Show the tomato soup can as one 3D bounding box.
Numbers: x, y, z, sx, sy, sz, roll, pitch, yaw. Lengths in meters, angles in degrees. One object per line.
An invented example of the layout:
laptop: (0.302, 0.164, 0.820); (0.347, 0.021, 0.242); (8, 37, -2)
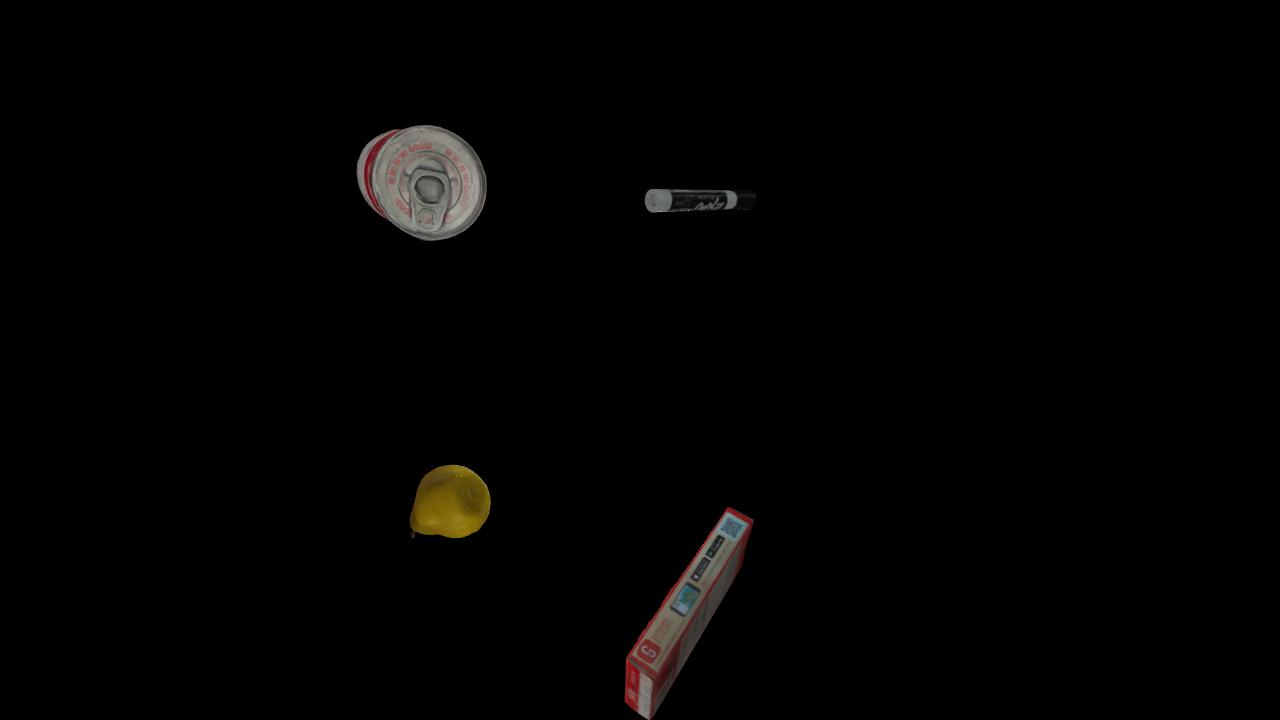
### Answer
tomato soup can: (-0.149, -0.121, 0.412); (0.068, 0.068, 0.101); (0, 17, -30)

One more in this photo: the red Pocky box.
red Pocky box: (0.040, 0.198, 0.490); (0.028, 0.083, 0.155); (25, 46, 24)

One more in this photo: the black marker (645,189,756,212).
black marker: (0.057, -0.141, 0.541); (0.121, 0.020, 0.020); (-11, 7, -35)

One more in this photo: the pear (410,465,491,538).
pear: (-0.217, 0.159, 0.661); (0.111, 0.080, 0.080); (-24, -9, 21)
